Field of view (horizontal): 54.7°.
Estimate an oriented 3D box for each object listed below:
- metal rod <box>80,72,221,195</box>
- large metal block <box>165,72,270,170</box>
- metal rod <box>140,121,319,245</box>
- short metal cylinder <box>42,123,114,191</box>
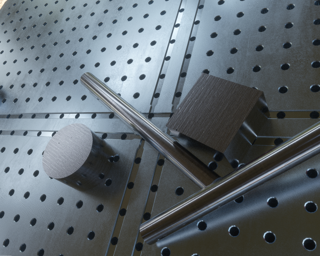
[{"bbox_3d":[-0.032,-0.009,0.430,0.025,0.025,0.300,-47,51,-5],"label":"metal rod"},{"bbox_3d":[0.068,-0.009,0.362,0.080,0.050,0.080,27,76,37],"label":"large metal block"},{"bbox_3d":[0.103,0.037,0.297,0.300,0.025,0.025,-35,51,19],"label":"metal rod"},{"bbox_3d":[-0.112,0.040,0.427,0.080,0.050,0.080,-13,56,21],"label":"short metal cylinder"}]
